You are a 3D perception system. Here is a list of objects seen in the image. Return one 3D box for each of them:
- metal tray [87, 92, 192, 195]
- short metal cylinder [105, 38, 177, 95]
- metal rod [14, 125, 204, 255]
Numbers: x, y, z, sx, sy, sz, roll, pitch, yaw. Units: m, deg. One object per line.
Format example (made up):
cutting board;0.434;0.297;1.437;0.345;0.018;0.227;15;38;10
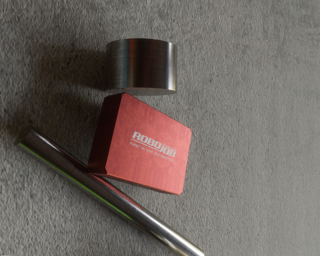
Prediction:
metal tray;-0.017;0.024;0.371;0.131;0.030;0.090;27;67;-44
short metal cylinder;-0.021;-0.065;0.351;0.081;0.080;0.050;1;90;-40
metal rod;-0.038;0.097;0.372;0.300;0.025;0.025;44;63;-31
